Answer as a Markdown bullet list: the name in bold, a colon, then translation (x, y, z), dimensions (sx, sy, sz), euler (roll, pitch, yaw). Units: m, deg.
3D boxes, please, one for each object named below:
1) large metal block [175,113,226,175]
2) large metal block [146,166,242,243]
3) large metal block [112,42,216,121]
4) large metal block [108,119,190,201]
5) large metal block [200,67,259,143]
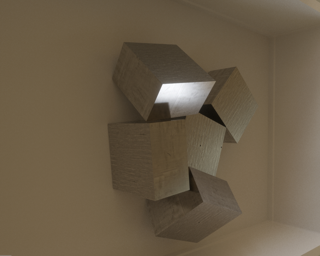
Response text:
- **large metal block**: translation (0.039, 0.024, 0.424), dimensions (0.080, 0.050, 0.080), euler (24, 75, -38)
- **large metal block**: translation (0.043, 0.102, 0.399), dimensions (0.080, 0.080, 0.050), euler (26, 32, -39)
- **large metal block**: translation (0.003, -0.057, 0.366), dimensions (0.081, 0.080, 0.050), euler (-10, 138, -39)
- **large metal block**: translation (-0.015, 0.032, 0.359), dimensions (0.050, 0.080, 0.079), euler (-7, 95, -40)
- **large metal block**: translation (0.096, -0.034, 0.472), dimensions (0.080, 0.050, 0.080), euler (52, 60, -28)
